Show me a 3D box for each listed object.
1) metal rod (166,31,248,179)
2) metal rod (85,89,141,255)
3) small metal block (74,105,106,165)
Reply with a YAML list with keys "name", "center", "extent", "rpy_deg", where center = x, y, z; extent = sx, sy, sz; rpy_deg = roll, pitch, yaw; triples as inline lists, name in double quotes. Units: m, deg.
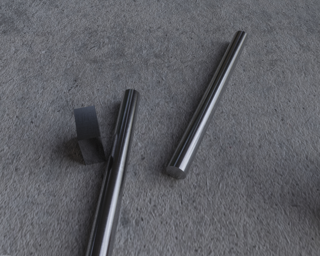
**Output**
- name: "metal rod"
  center: [0.079, -0.053, 0.448]
  extent: [0.025, 0.025, 0.301]
  rpy_deg: [19, 52, 15]
- name: "metal rod"
  center: [-0.053, 0.068, 0.345]
  extent: [0.025, 0.025, 0.300]
  rpy_deg: [4, 50, 3]
- name: "small metal block"
  center: [-0.085, 0.009, 0.378]
  extent: [0.025, 0.050, 0.050]
  rpy_deg: [-12, 51, -10]
